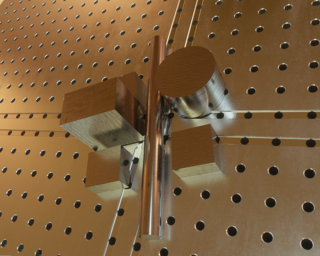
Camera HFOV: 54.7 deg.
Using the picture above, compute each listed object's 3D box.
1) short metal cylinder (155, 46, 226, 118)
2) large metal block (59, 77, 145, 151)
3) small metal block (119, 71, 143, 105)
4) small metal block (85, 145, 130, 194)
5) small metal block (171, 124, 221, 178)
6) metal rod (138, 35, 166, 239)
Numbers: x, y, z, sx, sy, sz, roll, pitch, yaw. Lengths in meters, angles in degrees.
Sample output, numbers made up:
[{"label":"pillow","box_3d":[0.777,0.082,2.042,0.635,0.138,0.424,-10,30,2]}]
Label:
[{"label":"short metal cylinder","box_3d":[0.040,-0.060,0.406,0.080,0.050,0.080,-13,56,20]},{"label":"large metal block","box_3d":[-0.073,-0.015,0.417,0.080,0.080,0.050,-14,56,20]},{"label":"small metal block","box_3d":[-0.054,-0.051,0.466,0.050,0.025,0.050,-16,55,18]},{"label":"small metal block","box_3d":[-0.068,0.055,0.409,0.050,0.025,0.050,-14,56,19]},{"label":"small metal block","box_3d":[0.042,0.027,0.368,0.050,0.025,0.050,-14,56,20]},{"label":"metal rod","box_3d":[-0.007,-0.009,0.416,0.025,0.025,0.299,-12,57,21]}]
